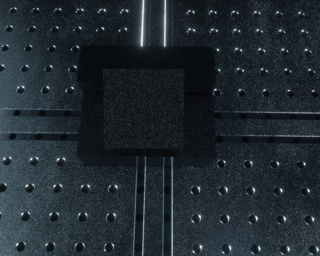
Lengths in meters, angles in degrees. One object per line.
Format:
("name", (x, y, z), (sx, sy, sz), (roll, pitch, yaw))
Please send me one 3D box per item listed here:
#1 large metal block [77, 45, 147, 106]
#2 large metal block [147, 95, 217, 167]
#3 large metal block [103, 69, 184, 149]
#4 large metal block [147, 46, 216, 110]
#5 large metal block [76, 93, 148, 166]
("large metal block", (-0.056, -0.063, 0.404), (0.081, 0.080, 0.050), (1, 70, 0))
("large metal block", (0.026, 0.004, 0.394), (0.081, 0.050, 0.080), (1, 70, 0))
("large metal block", (-0.016, -0.021, 0.335), (0.081, 0.050, 0.079), (0, 94, -1))
("large metal block", (0.025, -0.062, 0.404), (0.081, 0.080, 0.050), (1, 70, 0))
("large metal block", (-0.056, 0.003, 0.395), (0.081, 0.050, 0.080), (1, 70, 0))
